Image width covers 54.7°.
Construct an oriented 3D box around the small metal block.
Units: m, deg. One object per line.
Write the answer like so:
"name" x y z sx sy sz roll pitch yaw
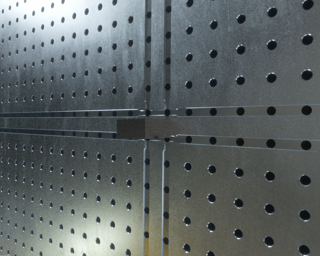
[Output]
"small metal block" -0.021 0.001 0.409 0.050 0.050 0.025 -1 90 39
